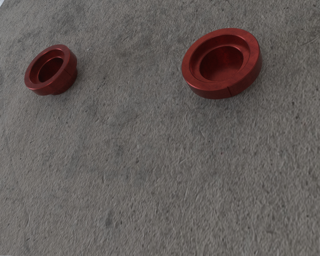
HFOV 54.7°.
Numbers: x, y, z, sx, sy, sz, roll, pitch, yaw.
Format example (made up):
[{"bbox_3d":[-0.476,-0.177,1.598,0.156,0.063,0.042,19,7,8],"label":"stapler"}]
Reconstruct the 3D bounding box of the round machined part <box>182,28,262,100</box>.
[{"bbox_3d":[0.081,-0.077,0.398,0.098,0.042,0.098,-13,56,21],"label":"round machined part"}]

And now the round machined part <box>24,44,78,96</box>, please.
[{"bbox_3d":[-0.187,-0.098,0.552,0.098,0.042,0.098,-13,56,21],"label":"round machined part"}]
